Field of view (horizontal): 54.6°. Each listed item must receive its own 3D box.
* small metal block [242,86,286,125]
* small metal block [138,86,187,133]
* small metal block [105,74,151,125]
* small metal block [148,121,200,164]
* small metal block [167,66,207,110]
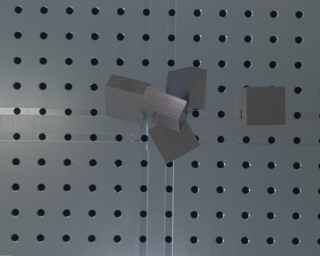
[{"bbox_3d":[0.138,-0.029,0.414,0.050,0.025,0.050,-1,90,0],"label":"small metal block"},{"bbox_3d":[0.005,-0.021,0.378,0.050,0.050,0.025,22,77,12],"label":"small metal block"},{"bbox_3d":[-0.041,-0.036,0.397,0.050,0.050,0.025,14,45,5],"label":"small metal block"},{"bbox_3d":[0.018,0.013,0.413,0.050,0.025,0.050,-29,91,0],"label":"small metal block"},{"bbox_3d":[0.033,-0.049,0.398,0.025,0.050,0.050,3,90,-32],"label":"small metal block"}]
